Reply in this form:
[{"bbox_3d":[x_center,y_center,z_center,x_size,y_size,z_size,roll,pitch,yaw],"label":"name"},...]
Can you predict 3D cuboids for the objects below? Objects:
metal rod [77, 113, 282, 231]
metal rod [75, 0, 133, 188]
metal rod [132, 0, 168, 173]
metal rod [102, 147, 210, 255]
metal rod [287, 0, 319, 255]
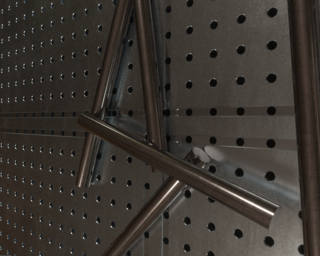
[{"bbox_3d":[-0.003,0.036,0.376,0.300,0.025,0.025,23,105,37],"label":"metal rod"},{"bbox_3d":[-0.088,-0.047,0.479,0.025,0.025,0.298,25,106,37],"label":"metal rod"},{"bbox_3d":[-0.016,-0.091,0.420,0.025,0.025,0.298,-11,83,39],"label":"metal rod"},{"bbox_3d":[-0.031,0.139,0.432,0.025,0.025,0.298,51,120,27],"label":"metal rod"},{"bbox_3d":[0.141,-0.010,0.292,0.025,0.025,0.298,-5,87,39],"label":"metal rod"}]
